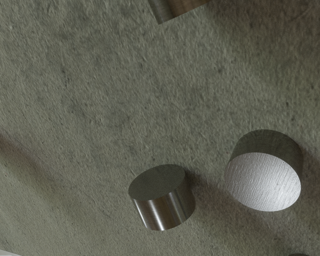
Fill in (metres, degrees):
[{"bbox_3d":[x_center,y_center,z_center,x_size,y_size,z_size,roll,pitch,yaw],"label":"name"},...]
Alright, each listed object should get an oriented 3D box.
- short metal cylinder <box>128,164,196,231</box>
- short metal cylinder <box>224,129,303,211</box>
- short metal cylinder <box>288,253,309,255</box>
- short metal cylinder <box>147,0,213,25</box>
[{"bbox_3d":[0.003,0.093,0.426,0.080,0.080,0.050,-7,115,31],"label":"short metal cylinder"},{"bbox_3d":[0.120,0.048,0.357,0.080,0.050,0.079,13,124,20],"label":"short metal cylinder"},{"bbox_3d":[0.187,0.215,0.406,0.080,0.080,0.050,25,127,12],"label":"short metal cylinder"},{"bbox_3d":[0.025,-0.133,0.275,0.080,0.080,0.050,-13,112,33],"label":"short metal cylinder"}]
